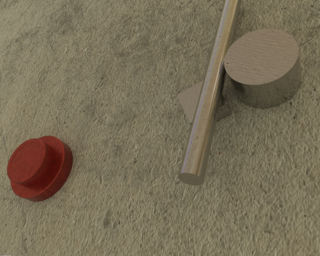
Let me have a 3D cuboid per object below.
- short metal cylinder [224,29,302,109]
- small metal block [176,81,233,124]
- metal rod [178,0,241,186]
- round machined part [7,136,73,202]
[{"bbox_3d":[0.122,-0.069,0.366,0.080,0.050,0.080,-13,56,20],"label":"short metal cylinder"},{"bbox_3d":[0.056,-0.030,0.392,0.050,0.025,0.050,-29,52,9],"label":"small metal block"},{"bbox_3d":[0.069,-0.069,0.379,0.025,0.025,0.300,-1,52,27],"label":"metal rod"},{"bbox_3d":[-0.181,0.054,0.452,0.098,0.042,0.098,-13,56,20],"label":"round machined part"}]
